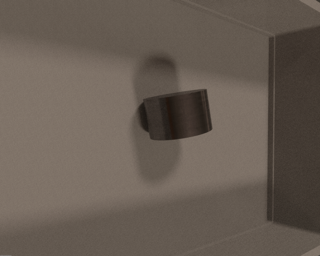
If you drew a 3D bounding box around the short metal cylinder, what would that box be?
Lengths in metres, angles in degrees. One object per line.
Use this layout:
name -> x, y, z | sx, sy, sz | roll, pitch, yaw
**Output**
short metal cylinder -> 0.023, -0.018, 0.392 | 0.081, 0.080, 0.050 | -16, 101, -39
